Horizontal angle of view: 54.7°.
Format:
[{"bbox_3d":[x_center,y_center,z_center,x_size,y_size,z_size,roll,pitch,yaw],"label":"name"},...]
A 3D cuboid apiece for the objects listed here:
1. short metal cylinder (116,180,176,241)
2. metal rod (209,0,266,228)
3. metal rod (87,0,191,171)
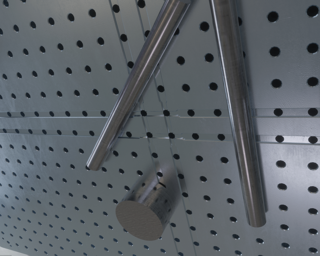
[{"bbox_3d":[-0.022,0.129,0.486,0.080,0.050,0.079,13,124,21],"label":"short metal cylinder"},{"bbox_3d":[0.094,-0.005,0.358,0.025,0.025,0.298,-1,118,29],"label":"metal rod"},{"bbox_3d":[-0.043,-0.037,0.410,0.025,0.025,0.298,36,129,4],"label":"metal rod"}]
